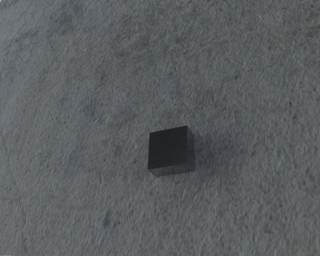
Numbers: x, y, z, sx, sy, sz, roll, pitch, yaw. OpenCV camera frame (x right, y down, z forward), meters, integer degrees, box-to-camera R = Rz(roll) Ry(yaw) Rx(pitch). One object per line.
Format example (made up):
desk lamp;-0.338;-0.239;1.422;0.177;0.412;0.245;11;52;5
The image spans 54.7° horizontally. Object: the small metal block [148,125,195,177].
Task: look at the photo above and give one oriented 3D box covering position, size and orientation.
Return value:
small metal block;0.014;0.029;0.378;0.050;0.025;0.050;-11;57;21
